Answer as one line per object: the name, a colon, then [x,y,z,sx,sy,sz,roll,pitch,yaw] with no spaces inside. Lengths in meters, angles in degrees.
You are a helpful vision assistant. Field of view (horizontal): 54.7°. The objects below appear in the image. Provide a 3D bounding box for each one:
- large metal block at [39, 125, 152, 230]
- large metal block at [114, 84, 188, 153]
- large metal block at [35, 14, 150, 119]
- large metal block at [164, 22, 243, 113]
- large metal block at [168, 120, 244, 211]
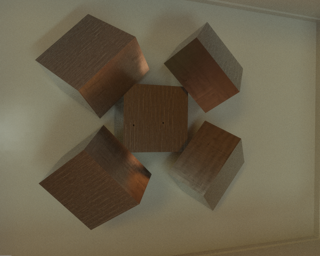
large metal block: [-0.071,0.057,0.348,0.080,0.050,0.080,-34,106,29]
large metal block: [-0.012,-0.011,0.390,0.081,0.050,0.080,1,90,-20]
large metal block: [-0.073,-0.070,0.344,0.080,0.080,0.050,-48,148,-14]
large metal block: [0.059,-0.079,0.395,0.080,0.050,0.080,48,32,-13]
large metal block: [0.063,0.050,0.395,0.080,0.050,0.080,-54,151,-13]
